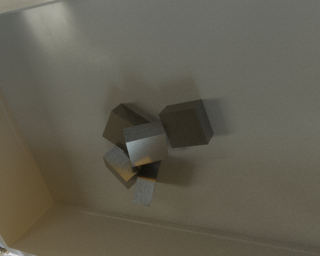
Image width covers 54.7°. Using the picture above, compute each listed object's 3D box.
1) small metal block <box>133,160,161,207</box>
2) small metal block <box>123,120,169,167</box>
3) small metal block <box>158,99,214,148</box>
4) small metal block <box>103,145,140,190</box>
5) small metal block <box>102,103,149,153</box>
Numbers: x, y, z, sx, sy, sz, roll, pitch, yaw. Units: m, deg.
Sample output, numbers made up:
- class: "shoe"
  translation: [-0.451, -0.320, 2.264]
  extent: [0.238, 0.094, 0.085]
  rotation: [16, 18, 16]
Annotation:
- class: "small metal block"
  translation: [-0.018, 0.075, 0.445]
  extent: [0.025, 0.050, 0.050]
  rotation: [14, 126, 2]
- class: "small metal block"
  translation: [-0.018, 0.021, 0.408]
  extent: [0.050, 0.025, 0.050]
  rotation: [-14, 136, -6]
- class: "small metal block"
  translation: [0.033, -0.004, 0.388]
  extent: [0.050, 0.025, 0.050]
  rotation: [-9, 114, 32]
- class: "small metal block"
  translation: [-0.055, 0.059, 0.454]
  extent: [0.050, 0.025, 0.050]
  rotation: [43, 161, 14]
- class: "small metal block"
  translation: [-0.048, 0.002, 0.435]
  extent: [0.050, 0.025, 0.050]
  rotation: [33, 129, 6]
